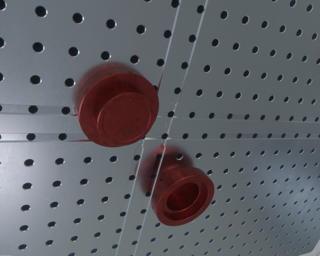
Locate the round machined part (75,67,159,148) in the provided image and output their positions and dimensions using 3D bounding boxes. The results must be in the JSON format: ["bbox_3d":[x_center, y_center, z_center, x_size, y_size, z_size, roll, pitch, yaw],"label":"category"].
[{"bbox_3d":[-0.045,-0.018,0.364,0.099,0.042,0.097,-14,124,-21],"label":"round machined part"}]

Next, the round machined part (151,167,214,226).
[{"bbox_3d":[0.031,0.100,0.478,0.099,0.042,0.097,-14,124,-21],"label":"round machined part"}]
